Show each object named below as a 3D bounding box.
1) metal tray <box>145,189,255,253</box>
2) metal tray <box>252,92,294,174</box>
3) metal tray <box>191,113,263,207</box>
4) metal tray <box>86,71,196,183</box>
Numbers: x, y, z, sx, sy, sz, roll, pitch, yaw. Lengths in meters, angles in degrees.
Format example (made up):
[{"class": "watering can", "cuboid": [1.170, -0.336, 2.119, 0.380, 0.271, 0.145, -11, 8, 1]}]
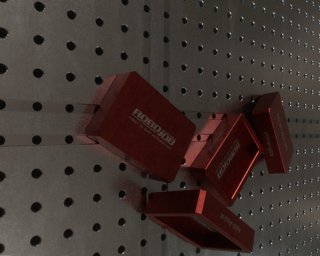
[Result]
[{"class": "metal tray", "cuboid": [0.055, 0.126, 0.412, 0.130, 0.090, 0.030, 42, 51, -33]}, {"class": "metal tray", "cuboid": [0.211, 0.009, 0.571, 0.090, 0.030, 0.129, -42, 117, -50]}, {"class": "metal tray", "cuboid": [0.113, 0.050, 0.503, 0.130, 0.030, 0.090, -51, 120, -28]}, {"class": "metal tray", "cuboid": [-0.017, 0.002, 0.393, 0.130, 0.030, 0.090, 39, 66, -33]}]
